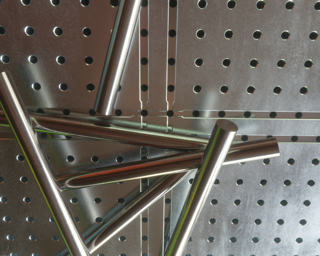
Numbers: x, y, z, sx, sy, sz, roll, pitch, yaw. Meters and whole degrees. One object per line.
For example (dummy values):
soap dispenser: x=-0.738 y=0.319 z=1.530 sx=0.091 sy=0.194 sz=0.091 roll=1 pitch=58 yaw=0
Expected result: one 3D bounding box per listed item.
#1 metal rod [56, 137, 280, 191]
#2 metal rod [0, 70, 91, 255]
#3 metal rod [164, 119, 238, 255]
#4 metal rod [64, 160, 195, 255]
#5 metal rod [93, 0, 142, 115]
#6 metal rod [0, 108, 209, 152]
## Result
metal rod: x=0.000 y=0.051 z=0.413 sx=0.301 sy=0.025 sz=0.025 roll=-11 pitch=110 yaw=11
metal rod: x=-0.149 y=0.071 z=0.410 sx=0.025 sy=0.025 sz=0.299 roll=-14 pitch=110 yaw=5
metal rod: x=0.040 y=0.118 z=0.422 sx=0.025 sy=0.025 sz=0.298 roll=12 pitch=123 yaw=-5
metal rod: x=-0.063 y=0.141 z=0.464 sx=0.300 sy=0.025 sz=0.025 roll=-41 pitch=105 yaw=13
metal rod: x=-0.031 y=-0.156 z=0.355 sx=0.025 sy=0.025 sz=0.298 roll=16 pitch=109 yaw=-6
metal rod: x=-0.080 y=0.004 z=0.414 sx=0.302 sy=0.025 sz=0.025 roll=8 pitch=110 yaw=-3
